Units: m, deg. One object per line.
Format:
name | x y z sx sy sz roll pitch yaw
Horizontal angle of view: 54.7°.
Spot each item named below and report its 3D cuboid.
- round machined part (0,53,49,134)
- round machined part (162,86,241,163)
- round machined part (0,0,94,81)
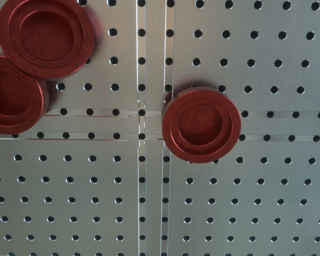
round machined part | -0.187 -0.044 0.384 0.099 0.042 0.097 0 112 1
round machined part | 0.051 -0.007 0.403 0.099 0.042 0.097 0 110 -1
round machined part | -0.127 -0.102 0.351 0.099 0.042 0.097 1 88 -21
